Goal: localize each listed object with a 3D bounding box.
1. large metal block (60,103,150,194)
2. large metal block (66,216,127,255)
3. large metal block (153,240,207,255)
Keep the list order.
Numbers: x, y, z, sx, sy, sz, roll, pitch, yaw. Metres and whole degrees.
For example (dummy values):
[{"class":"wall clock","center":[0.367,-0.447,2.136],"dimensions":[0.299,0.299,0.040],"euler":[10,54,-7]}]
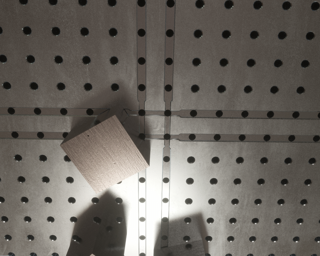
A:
[{"class":"large metal block","center":[-0.068,0.026,0.409],"dimensions":[0.080,0.050,0.080],"euler":[-28,108,9]},{"class":"large metal block","center":[-0.098,0.192,0.453],"dimensions":[0.050,0.080,0.080],"euler":[43,104,-14]},{"class":"large metal block","center":[0.035,0.224,0.467],"dimensions":[0.080,0.080,0.050],"euler":[-14,110,5]}]
